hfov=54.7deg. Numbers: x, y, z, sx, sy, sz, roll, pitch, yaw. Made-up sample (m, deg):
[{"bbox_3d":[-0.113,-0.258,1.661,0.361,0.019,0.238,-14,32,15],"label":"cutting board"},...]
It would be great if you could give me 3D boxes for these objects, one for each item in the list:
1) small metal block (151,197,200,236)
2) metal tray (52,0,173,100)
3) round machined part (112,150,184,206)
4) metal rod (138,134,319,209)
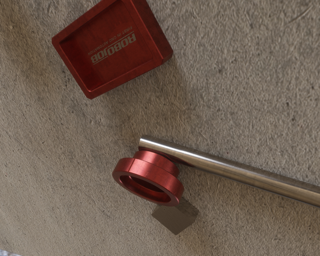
[{"bbox_3d":[0.023,0.130,0.474,0.050,0.025,0.050,40,129,0],"label":"small metal block"},{"bbox_3d":[-0.060,-0.097,0.373,0.130,0.030,0.090,-19,109,35],"label":"metal tray"},{"bbox_3d":[-0.012,0.066,0.426,0.098,0.042,0.098,20,153,11],"label":"round machined part"},{"bbox_3d":[0.113,0.060,0.383,0.301,0.025,0.025,16,125,18],"label":"metal rod"}]
